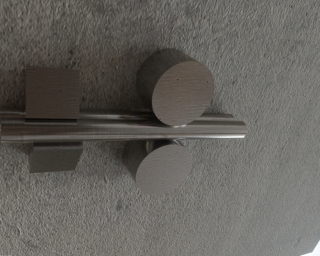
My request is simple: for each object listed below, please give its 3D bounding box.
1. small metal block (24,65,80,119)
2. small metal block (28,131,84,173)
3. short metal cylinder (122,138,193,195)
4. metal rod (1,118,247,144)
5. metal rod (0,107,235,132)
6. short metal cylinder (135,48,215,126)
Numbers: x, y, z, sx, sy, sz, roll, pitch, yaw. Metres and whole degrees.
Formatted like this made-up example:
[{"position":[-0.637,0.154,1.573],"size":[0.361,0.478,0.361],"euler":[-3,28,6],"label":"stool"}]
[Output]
[{"position":[-0.110,-0.034,0.315],"size":[0.050,0.025,0.050],"euler":[0,91,-28],"label":"small metal block"},{"position":[-0.118,0.026,0.347],"size":[0.050,0.025,0.050],"euler":[0,145,-29],"label":"small metal block"},{"position":[-0.004,0.043,0.417],"size":[0.081,0.050,0.079],"euler":[-14,124,-21],"label":"short metal cylinder"},{"position":[-0.019,0.002,0.367],"size":[0.303,0.025,0.025],"euler":[0,119,-28],"label":"metal rod"},{"position":[-0.030,-0.009,0.386],"size":[0.303,0.025,0.025],"euler":[0,119,-29],"label":"metal rod"},{"position":[0.017,-0.049,0.371],"size":[0.081,0.050,0.079],"euler":[-14,124,-21],"label":"short metal cylinder"}]
